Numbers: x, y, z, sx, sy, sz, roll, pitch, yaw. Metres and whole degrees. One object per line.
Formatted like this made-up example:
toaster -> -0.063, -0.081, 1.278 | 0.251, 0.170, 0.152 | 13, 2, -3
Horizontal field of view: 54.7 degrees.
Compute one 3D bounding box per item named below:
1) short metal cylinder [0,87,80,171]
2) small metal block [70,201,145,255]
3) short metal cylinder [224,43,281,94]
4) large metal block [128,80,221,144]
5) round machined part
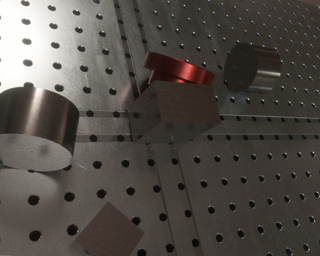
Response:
short metal cylinder -> -0.124, 0.004, 0.304 | 0.081, 0.080, 0.050 | 13, 56, -21
small metal block -> -0.052, 0.112, 0.313 | 0.050, 0.025, 0.050 | 41, 51, 0
short metal cylinder -> 0.153, -0.098, 0.518 | 0.050, 0.080, 0.080 | 1, 61, -28
large metal block -> 0.015, -0.016, 0.388 | 0.081, 0.080, 0.050 | 1, 70, -28
round machined part -> 0.022, -0.069, 0.431 | 0.099, 0.098, 0.042 | 16, 98, -19
